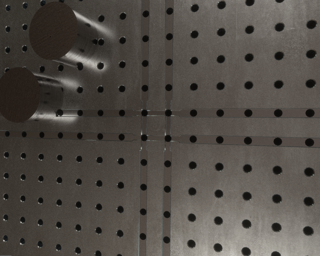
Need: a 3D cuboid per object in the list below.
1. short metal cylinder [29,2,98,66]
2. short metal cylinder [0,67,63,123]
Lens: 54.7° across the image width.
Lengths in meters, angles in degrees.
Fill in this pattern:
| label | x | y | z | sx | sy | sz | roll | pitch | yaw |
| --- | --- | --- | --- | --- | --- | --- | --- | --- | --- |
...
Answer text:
| label | x | y | z | sx | sy | sz | roll | pitch | yaw |
| --- | --- | --- | --- | --- | --- | --- | --- | --- | --- |
| short metal cylinder | -0.138 | -0.133 | 0.446 | 0.080 | 0.050 | 0.079 | 0 | 90 | 19 |
| short metal cylinder | -0.195 | -0.047 | 0.466 | 0.080 | 0.050 | 0.079 | 0 | 90 | 19 |
